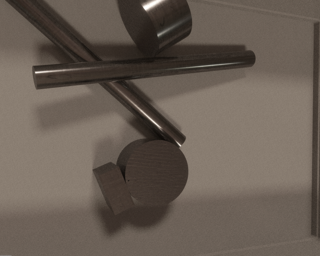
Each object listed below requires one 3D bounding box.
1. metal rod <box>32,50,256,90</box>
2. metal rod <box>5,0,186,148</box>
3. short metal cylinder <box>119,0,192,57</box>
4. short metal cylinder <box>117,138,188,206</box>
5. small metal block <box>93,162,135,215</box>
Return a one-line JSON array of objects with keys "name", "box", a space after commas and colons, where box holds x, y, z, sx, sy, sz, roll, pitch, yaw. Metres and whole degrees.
[{"name": "metal rod", "box": [0.001, -0.078, 0.392, 0.303, 0.025, 0.025, -11, 94, -27]}, {"name": "metal rod", "box": [-0.081, -0.076, 0.380, 0.300, 0.025, 0.025, 42, 77, -16]}, {"name": "short metal cylinder", "box": [-0.006, -0.135, 0.380, 0.050, 0.080, 0.080, -35, 102, -17]}, {"name": "short metal cylinder", "box": [-0.011, 0.054, 0.394, 0.081, 0.050, 0.079, 0, 90, -21]}, {"name": "small metal block", "box": [-0.058, 0.072, 0.377, 0.025, 0.050, 0.050, -23, 98, -18]}]
